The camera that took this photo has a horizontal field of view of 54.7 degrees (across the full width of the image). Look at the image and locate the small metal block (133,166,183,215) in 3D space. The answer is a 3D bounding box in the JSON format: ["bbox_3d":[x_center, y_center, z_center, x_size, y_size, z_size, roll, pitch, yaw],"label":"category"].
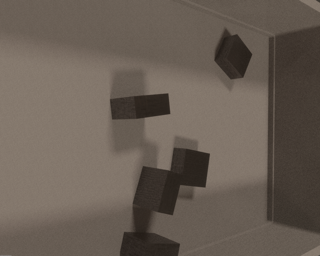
[{"bbox_3d":[-0.003,0.078,0.390,0.025,0.050,0.050,25,75,-38],"label":"small metal block"}]

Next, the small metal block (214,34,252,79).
[{"bbox_3d":[0.122,-0.117,0.512,0.050,0.025,0.050,39,66,-34],"label":"small metal block"}]

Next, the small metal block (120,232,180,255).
[{"bbox_3d":[-0.012,0.148,0.382,0.050,0.050,0.025,18,79,-39],"label":"small metal block"}]

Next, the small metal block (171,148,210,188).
[{"bbox_3d":[0.043,0.057,0.445,0.050,0.025,0.050,15,81,-39],"label":"small metal block"}]

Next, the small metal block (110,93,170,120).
[{"bbox_3d":[-0.024,-0.026,0.372,0.050,0.050,0.025,-10,97,-40],"label":"small metal block"}]
